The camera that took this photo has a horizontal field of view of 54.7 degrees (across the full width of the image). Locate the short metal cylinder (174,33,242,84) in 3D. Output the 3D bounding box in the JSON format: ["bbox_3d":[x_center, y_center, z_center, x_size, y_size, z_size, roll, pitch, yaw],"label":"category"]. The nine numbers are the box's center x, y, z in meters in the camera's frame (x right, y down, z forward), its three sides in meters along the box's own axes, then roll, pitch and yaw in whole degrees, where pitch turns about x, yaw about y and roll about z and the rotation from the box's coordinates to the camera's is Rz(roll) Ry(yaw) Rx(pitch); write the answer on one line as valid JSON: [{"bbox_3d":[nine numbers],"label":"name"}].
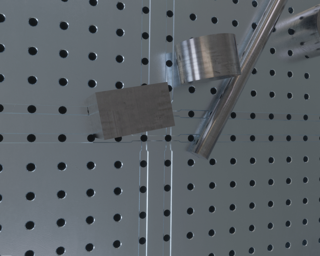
[{"bbox_3d":[0.062,-0.088,0.406,0.081,0.080,0.050,-11,94,-20],"label":"short metal cylinder"}]

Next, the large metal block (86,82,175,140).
[{"bbox_3d":[-0.038,-0.020,0.369,0.081,0.080,0.050,-11,94,-20],"label":"large metal block"}]

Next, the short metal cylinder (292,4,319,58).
[{"bbox_3d":[0.262,-0.158,0.495,0.081,0.050,0.080,0,90,-20],"label":"short metal cylinder"}]

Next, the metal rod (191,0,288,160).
[{"bbox_3d":[0.126,-0.090,0.458,0.025,0.025,0.299,32,80,-17],"label":"metal rod"}]
